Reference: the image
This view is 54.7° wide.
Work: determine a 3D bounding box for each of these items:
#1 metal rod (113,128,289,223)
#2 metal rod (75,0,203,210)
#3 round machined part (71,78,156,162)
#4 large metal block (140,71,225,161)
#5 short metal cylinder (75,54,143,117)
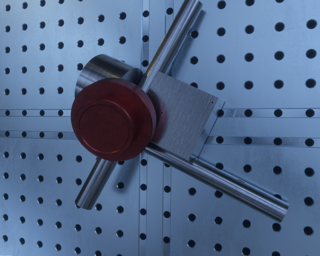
[{"bbox_3d":[0.016,0.037,0.405,0.301,0.025,0.025,26,99,17],"label":"metal rod"},{"bbox_3d":[-0.028,-0.030,0.401,0.025,0.025,0.299,29,92,17],"label":"metal rod"},{"bbox_3d":[-0.057,-0.005,0.353,0.098,0.042,0.097,4,111,11],"label":"round machined part"},{"bbox_3d":[0.023,-0.015,0.387,0.080,0.050,0.080,27,99,17],"label":"large metal block"},{"bbox_3d":[-0.064,-0.050,0.404,0.050,0.080,0.080,26,99,18],"label":"short metal cylinder"}]
